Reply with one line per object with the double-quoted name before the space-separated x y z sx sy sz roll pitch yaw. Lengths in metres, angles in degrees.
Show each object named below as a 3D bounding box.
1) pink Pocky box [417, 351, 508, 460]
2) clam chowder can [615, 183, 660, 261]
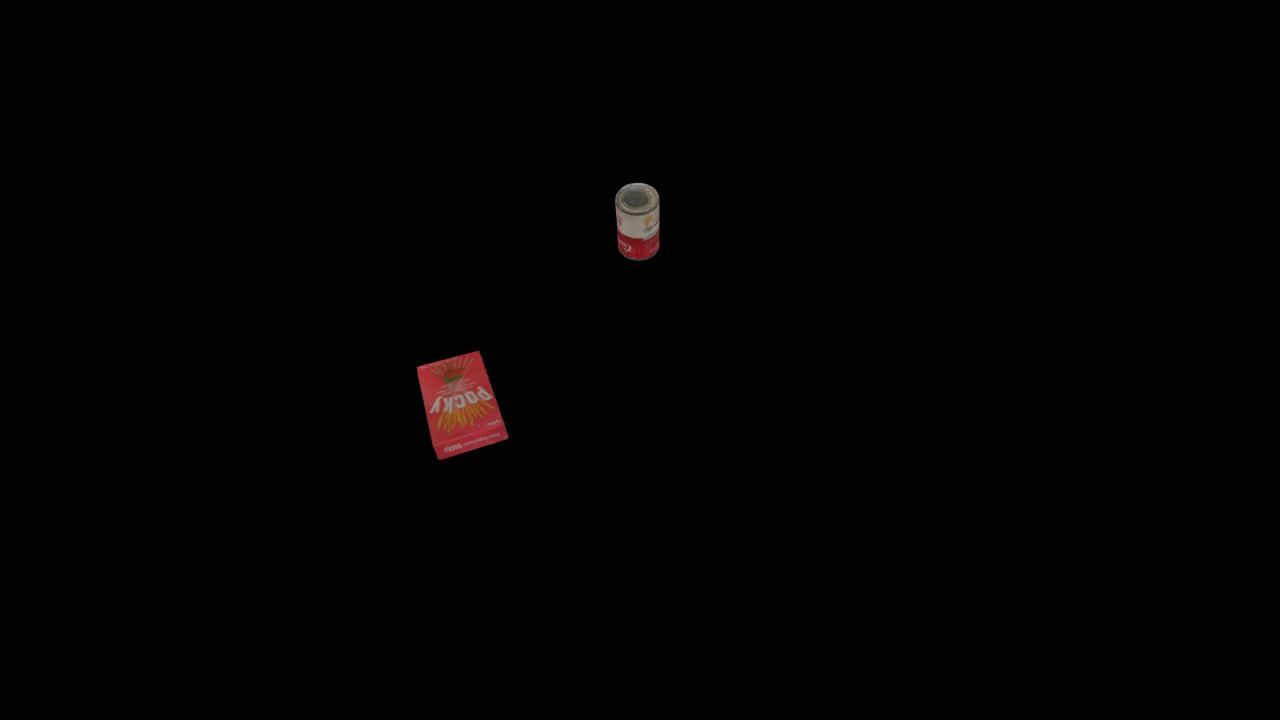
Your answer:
"pink Pocky box" -0.222 0.051 0.761 0.084 0.029 0.155 -16 42 -16
"clam chowder can" -0.003 -0.212 0.945 0.068 0.068 0.102 0 -32 1
